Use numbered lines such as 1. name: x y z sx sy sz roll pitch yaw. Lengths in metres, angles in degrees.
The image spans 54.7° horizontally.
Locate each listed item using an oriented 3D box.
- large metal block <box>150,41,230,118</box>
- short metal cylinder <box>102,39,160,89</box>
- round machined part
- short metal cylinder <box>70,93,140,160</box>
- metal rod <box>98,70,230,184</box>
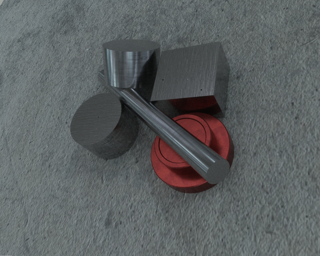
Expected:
1. large metal block: 0.042 -0.058 0.401 0.080 0.050 0.080 -3 60 26
2. short metal cylinder: -0.040 -0.094 0.444 0.081 0.050 0.080 1 27 0
3. round machined part: 0.033 0.023 0.362 0.098 0.042 0.098 -13 56 21
4. short metal cylinder: -0.076 -0.002 0.431 0.080 0.050 0.080 -13 56 21
5. metal rod: -0.019 -0.023 0.386 0.025 0.025 0.300 -45 38 -3
